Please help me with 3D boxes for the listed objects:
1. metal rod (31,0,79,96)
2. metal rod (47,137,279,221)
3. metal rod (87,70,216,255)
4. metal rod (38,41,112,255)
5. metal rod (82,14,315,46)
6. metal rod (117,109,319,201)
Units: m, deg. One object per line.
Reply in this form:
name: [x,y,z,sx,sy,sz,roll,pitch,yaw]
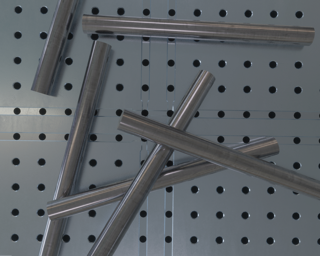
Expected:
metal rod: [-0.115,-0.190,0.412,0.025,0.025,0.299,17,90,0]
metal rod: [0.008,0.064,0.400,0.302,0.025,0.025,-16,90,-5]
metal rod: [-0.013,0.054,0.376,0.025,0.025,0.300,32,75,0]
metal rod: [-0.114,0.033,0.412,0.025,0.025,0.299,14,90,0]
metal rod: [0.050,-0.130,0.413,0.302,0.025,0.025,3,90,0]
metal rod: [0.094,0.040,0.382,0.302,0.025,0.025,20,90,-13]
